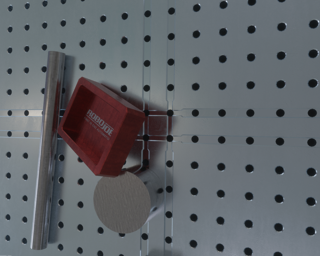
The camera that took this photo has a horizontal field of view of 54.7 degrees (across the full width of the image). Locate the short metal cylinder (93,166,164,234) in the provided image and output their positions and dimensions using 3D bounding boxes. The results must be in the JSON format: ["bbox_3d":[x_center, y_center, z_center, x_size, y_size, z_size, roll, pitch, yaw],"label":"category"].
[{"bbox_3d":[-0.040,0.093,0.413,0.080,0.050,0.080,0,90,20],"label":"short metal cylinder"}]

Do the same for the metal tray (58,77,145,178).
[{"bbox_3d":[-0.083,-0.005,0.409,0.130,0.030,0.090,34,102,44],"label":"metal tray"}]

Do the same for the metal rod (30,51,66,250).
[{"bbox_3d":[-0.171,0.035,0.472,0.025,0.025,0.298,7,92,20],"label":"metal rod"}]
